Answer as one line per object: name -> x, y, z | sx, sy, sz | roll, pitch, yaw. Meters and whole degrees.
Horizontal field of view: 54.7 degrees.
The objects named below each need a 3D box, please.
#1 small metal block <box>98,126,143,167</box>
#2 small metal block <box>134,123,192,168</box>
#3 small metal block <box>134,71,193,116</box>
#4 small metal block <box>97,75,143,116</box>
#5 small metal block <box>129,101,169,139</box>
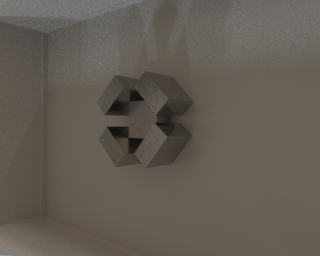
small metal block -> -0.048, 0.024, 0.428 | 0.050, 0.050, 0.025 | 53, 122, 27
small metal block -> 0.004, 0.021, 0.384 | 0.025, 0.050, 0.050 | 47, 117, 28
small metal block -> 0.005, -0.042, 0.384 | 0.025, 0.050, 0.050 | -52, 61, 27
small metal block -> -0.050, -0.043, 0.429 | 0.050, 0.050, 0.025 | -50, 60, 29
small metal block -> -0.015, -0.011, 0.417 | 0.050, 0.025, 0.050 | 1, 91, 40
